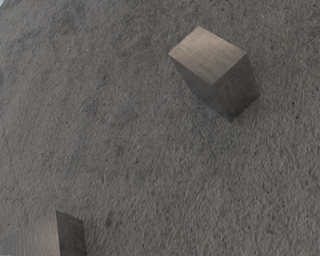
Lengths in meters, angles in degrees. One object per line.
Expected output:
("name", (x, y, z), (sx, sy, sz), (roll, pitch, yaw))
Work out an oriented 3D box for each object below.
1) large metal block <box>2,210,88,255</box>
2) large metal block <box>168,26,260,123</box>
("large metal block", (-0.134, 0.156, 0.363), (0.080, 0.050, 0.080), (-29, 52, 9))
("large metal block", (0.066, -0.064, 0.373), (0.050, 0.080, 0.080), (-43, 51, -1))
